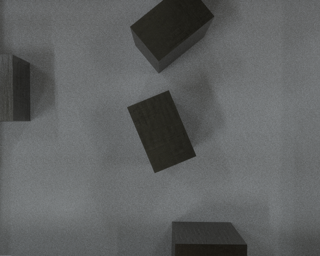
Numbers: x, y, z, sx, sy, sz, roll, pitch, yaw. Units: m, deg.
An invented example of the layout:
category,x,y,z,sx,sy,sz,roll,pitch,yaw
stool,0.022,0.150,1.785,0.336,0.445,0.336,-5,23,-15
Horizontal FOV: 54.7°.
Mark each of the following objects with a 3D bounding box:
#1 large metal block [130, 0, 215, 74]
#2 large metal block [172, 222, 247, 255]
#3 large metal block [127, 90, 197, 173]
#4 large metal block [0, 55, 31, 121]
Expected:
category,x,y,z,sx,sy,sz,roll,pitch,yaw
large metal block,0.014,-0.119,0.384,0.080,0.080,0.050,-39,90,0
large metal block,0.057,0.154,0.385,0.081,0.080,0.050,1,90,-1
large metal block,0.002,0.004,0.384,0.050,0.080,0.080,-23,90,0
large metal block,-0.217,-0.048,0.396,0.081,0.050,0.079,-1,90,-1
